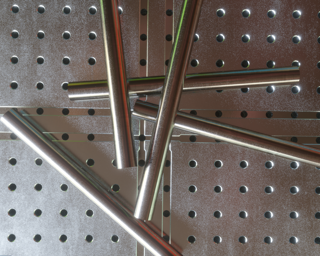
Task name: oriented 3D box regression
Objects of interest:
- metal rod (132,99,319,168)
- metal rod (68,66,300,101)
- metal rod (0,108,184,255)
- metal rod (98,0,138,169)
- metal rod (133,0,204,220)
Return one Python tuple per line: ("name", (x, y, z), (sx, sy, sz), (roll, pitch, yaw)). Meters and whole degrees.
("metal rod", (0.112, 0.013, 0.414), (0.302, 0.025, 0.025), (15, 90, -1))
("metal rod", (0.032, -0.060, 0.413), (0.302, 0.025, 0.025), (-4, 90, -1))
("metal rod", (-0.088, 0.082, 0.412), (0.300, 0.025, 0.025), (41, 90, -1))
("metal rod", (-0.058, -0.099, 0.392), (0.025, 0.025, 0.298), (-7, 82, -1))
("metal rod", (0.012, -0.034, 0.387), (0.025, 0.025, 0.298), (13, 90, -1))
